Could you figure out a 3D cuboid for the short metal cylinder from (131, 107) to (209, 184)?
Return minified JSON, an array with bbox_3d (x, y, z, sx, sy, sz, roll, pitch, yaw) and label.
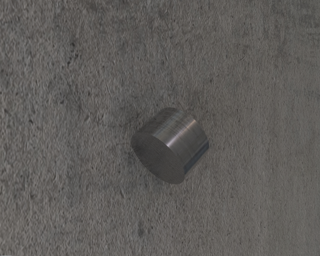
[{"bbox_3d":[0.012,0.022,0.378,0.050,0.080,0.080,-44,117,-31],"label":"short metal cylinder"}]
